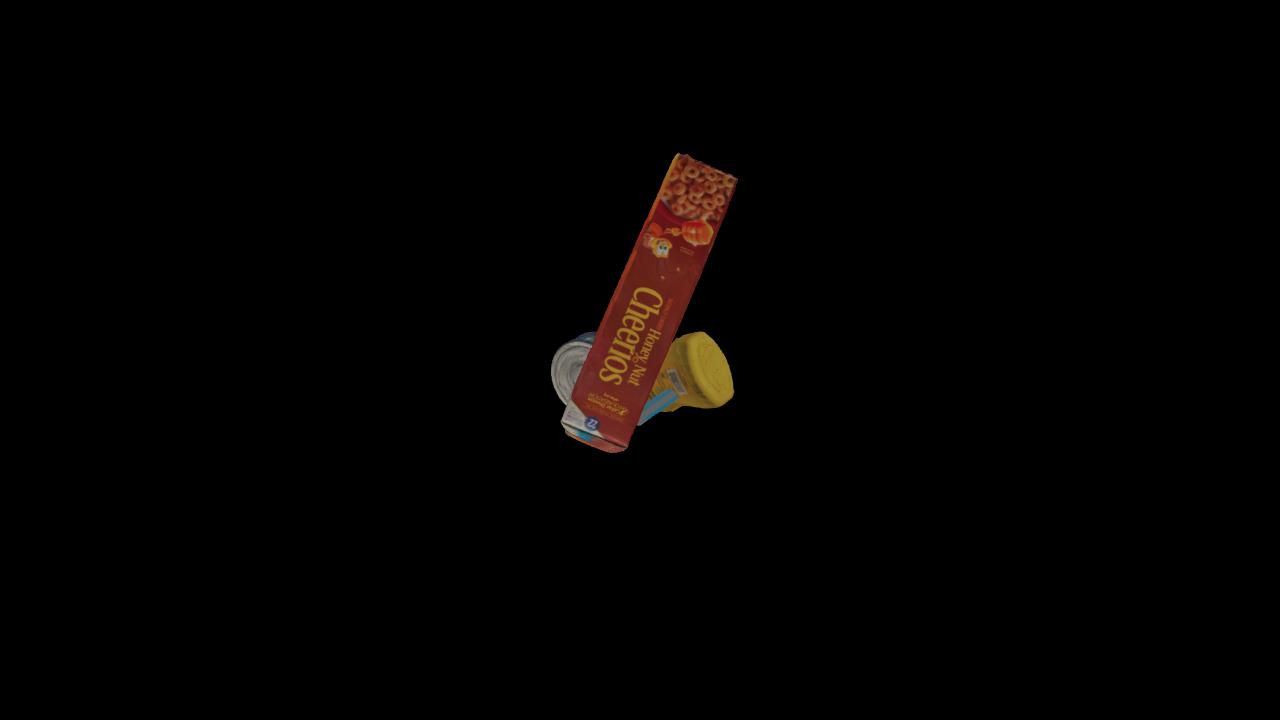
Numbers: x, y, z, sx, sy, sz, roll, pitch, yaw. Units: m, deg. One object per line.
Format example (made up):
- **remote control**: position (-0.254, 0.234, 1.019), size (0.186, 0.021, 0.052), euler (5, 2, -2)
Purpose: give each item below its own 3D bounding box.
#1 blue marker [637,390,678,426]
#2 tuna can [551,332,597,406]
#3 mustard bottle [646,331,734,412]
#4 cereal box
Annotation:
- **blue marker**: position (0.040, 0.039, 0.732), size (0.121, 0.020, 0.020), euler (-36, -13, 18)
- **tuna can**: position (-0.050, 0.015, 0.630), size (0.084, 0.084, 0.034), euler (0, 16, 28)
- **mustard bottle**: position (0.030, 0.022, 0.765), size (0.054, 0.092, 0.184), euler (-40, 15, -33)
- **cereal box**: position (0.003, -0.047, 0.694), size (0.081, 0.306, 0.203), euler (24, -10, -1)
